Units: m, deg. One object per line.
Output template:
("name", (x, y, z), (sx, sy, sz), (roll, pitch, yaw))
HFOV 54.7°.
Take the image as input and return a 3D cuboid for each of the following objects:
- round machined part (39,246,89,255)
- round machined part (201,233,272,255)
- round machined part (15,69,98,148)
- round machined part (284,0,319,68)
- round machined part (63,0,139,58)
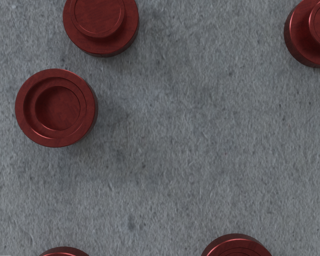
("round machined part", (-0.124, 0.201, 0.400), (0.099, 0.042, 0.097), (0, 90, -1))
("round machined part", (0.098, 0.185, 0.403), (0.099, 0.042, 0.097), (0, 90, -1))
("round machined part", (-0.129, -0.024, 0.400), (0.099, 0.042, 0.097), (0, 90, -1))
("round machined part", (0.219, -0.130, 0.404), (0.099, 0.042, 0.097), (0, 90, -1))
("round machined part", (-0.077, -0.144, 0.400), (0.099, 0.042, 0.097), (0, 90, -1))
